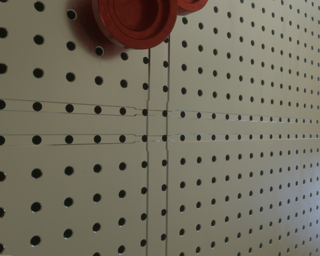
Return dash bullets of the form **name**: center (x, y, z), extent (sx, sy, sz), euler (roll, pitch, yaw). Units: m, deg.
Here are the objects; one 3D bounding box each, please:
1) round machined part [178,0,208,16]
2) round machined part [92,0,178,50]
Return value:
- **round machined part**: center (0.021, -0.201, 0.417), extent (0.099, 0.042, 0.097), euler (0, 90, -40)
- **round machined part**: center (-0.032, -0.142, 0.363), extent (0.099, 0.042, 0.097), euler (-7, 105, -29)
